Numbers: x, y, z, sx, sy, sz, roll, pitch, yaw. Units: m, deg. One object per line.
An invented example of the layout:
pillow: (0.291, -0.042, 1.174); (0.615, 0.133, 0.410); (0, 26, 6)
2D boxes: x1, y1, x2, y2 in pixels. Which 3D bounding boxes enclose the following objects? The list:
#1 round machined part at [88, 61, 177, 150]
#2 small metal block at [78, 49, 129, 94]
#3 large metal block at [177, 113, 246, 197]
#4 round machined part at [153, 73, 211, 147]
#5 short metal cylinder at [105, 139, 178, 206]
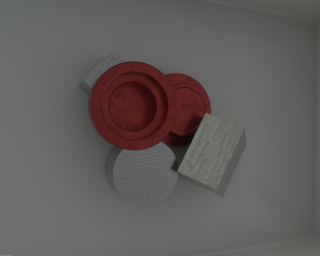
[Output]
round machined part: (-0.033, -0.024, 0.357); (0.099, 0.042, 0.097); (0, 90, -21)
small metal block: (-0.068, -0.063, 0.370); (0.025, 0.050, 0.050); (46, 76, -15)
large metal block: (0.071, 0.038, 0.400); (0.050, 0.080, 0.080); (23, 79, 22)
round machined part: (0.025, -0.024, 0.408); (0.099, 0.042, 0.097); (0, 90, -21)
short metal cylinder: (-0.024, 0.052, 0.388); (0.081, 0.050, 0.079); (0, 90, -21)
